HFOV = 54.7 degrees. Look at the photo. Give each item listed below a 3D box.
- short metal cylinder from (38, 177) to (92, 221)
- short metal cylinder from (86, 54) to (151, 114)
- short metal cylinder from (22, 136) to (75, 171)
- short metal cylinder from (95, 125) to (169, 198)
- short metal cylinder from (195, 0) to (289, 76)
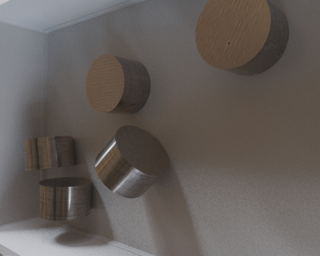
[{"bbox_3d":[-0.151,0.111,0.496,0.080,0.081,0.050,2,92,40],"label":"short metal cylinder"},{"bbox_3d":[-0.060,-0.060,0.440,0.080,0.050,0.080,0,90,40],"label":"short metal cylinder"},{"bbox_3d":[-0.188,0.044,0.527,0.080,0.081,0.050,-12,82,39],"label":"short metal cylinder"},{"bbox_3d":[-0.035,0.043,0.400,0.050,0.081,0.080,-49,61,29],"label":"short metal cylinder"},{"bbox_3d":[0.084,-0.097,0.321,0.080,0.050,0.080,0,90,40],"label":"short metal cylinder"}]
